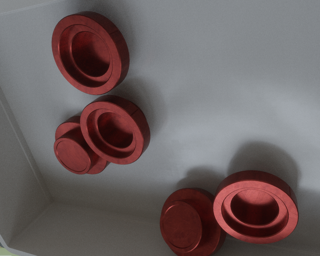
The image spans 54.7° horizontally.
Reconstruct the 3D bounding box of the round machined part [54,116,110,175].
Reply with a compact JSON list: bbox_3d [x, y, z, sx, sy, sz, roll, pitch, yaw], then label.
[{"bbox_3d":[-0.125,0.034,0.485,0.098,0.042,0.097,13,124,21],"label":"round machined part"}]

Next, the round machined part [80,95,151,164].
[{"bbox_3d":[-0.057,-0.001,0.427,0.098,0.042,0.097,13,124,21],"label":"round machined part"}]

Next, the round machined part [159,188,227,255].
[{"bbox_3d":[0.039,0.133,0.429,0.098,0.042,0.097,-6,80,37],"label":"round machined part"}]

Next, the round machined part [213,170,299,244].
[{"bbox_3d":[0.118,0.093,0.387,0.098,0.042,0.097,8,118,15],"label":"round machined part"}]

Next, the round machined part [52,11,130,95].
[{"bbox_3d":[-0.080,-0.094,0.382,0.098,0.042,0.097,13,124,21],"label":"round machined part"}]
